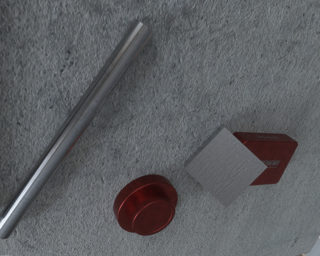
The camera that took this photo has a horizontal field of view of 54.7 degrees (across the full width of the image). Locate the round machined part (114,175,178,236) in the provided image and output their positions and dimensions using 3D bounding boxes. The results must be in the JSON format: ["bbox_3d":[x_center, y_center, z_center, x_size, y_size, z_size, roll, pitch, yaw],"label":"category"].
[{"bbox_3d":[-0.016,0.121,0.464,0.099,0.042,0.097,-14,125,-21],"label":"round machined part"}]

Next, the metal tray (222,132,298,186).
[{"bbox_3d":[0.167,0.054,0.531,0.131,0.030,0.089,3,117,-30],"label":"metal tray"}]

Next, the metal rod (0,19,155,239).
[{"bbox_3d":[-0.105,0.009,0.355,0.025,0.025,0.299,30,102,-38],"label":"metal rod"}]

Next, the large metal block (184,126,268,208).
[{"bbox_3d":[0.092,0.054,0.451,0.080,0.050,0.080,43,94,1],"label":"large metal block"}]
